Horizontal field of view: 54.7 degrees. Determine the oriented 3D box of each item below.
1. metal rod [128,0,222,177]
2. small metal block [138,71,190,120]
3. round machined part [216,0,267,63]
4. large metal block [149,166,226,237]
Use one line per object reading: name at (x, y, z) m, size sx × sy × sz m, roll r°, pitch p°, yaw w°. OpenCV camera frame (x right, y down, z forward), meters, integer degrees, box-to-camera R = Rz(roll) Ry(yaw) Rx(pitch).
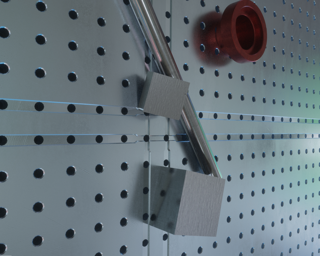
metal rod at (0.025, -0.049, 0.429) m, size 0.025 × 0.025 × 0.299 m, roll -38°, pitch 114°, yaw -33°
small metal block at (0.005, -0.041, 0.396) m, size 0.050 × 0.025 × 0.050 m, roll 13°, pitch 97°, yaw -22°
round machined part at (0.130, -0.154, 0.507) m, size 0.099 × 0.042 × 0.097 m, roll 0°, pitch 90°, yaw -40°
large metal block at (0.039, 0.101, 0.426) m, size 0.080 × 0.050 × 0.080 m, roll 19°, pitch 78°, yaw -39°
